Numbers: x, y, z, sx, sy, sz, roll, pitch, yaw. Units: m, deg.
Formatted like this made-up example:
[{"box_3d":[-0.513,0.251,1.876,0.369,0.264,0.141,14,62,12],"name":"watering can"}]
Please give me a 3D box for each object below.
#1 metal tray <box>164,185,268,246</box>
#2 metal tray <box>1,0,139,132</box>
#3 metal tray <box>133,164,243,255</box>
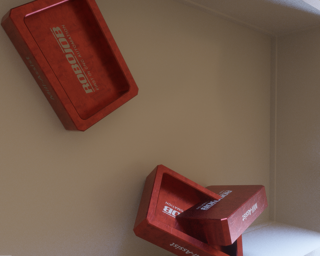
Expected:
[{"box_3d":[0.076,0.108,0.408,0.131,0.090,0.030,-13,93,-52],"name":"metal tray"},{"box_3d":[-0.088,-0.072,0.328,0.091,0.030,0.129,-40,114,-33],"name":"metal tray"},{"box_3d":[0.039,0.111,0.378,0.131,0.030,0.090,30,36,-12],"name":"metal tray"}]
